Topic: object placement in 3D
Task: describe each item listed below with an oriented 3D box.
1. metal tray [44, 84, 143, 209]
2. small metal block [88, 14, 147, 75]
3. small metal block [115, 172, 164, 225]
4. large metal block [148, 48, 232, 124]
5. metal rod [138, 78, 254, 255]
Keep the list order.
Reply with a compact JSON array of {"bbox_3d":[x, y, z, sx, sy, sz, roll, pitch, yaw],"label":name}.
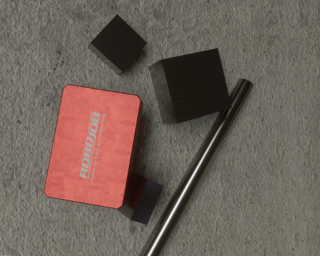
[{"bbox_3d":[-0.075,0.021,0.362,0.091,0.030,0.129,9,87,2],"label":"metal tray"},{"bbox_3d":[-0.054,-0.104,0.390,0.050,0.025,0.050,42,77,-16],"label":"small metal block"},{"bbox_3d":[-0.028,0.085,0.384,0.025,0.050,0.050,29,80,-32],"label":"small metal block"},{"bbox_3d":[0.039,-0.054,0.411,0.081,0.050,0.080,-16,96,-20],"label":"large metal block"},{"bbox_3d":[0.051,0.060,0.429,0.025,0.025,0.300,35,79,-17],"label":"metal rod"}]
